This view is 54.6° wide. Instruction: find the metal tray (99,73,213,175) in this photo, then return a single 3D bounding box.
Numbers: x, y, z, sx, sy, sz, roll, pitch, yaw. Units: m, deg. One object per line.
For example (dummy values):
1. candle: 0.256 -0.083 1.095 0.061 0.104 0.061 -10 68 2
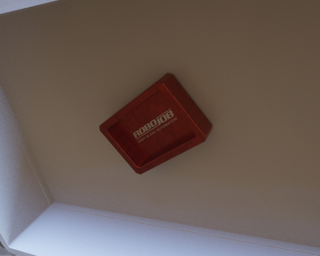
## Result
1. metal tray: -0.009 0.000 0.407 0.130 0.030 0.090 -32 101 38
